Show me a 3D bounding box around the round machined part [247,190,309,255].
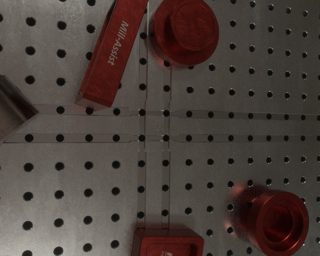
[{"bbox_3d":[0.172,0.142,0.469,0.099,0.042,0.097,0,90,-21],"label":"round machined part"}]

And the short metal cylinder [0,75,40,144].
[{"bbox_3d":[-0.174,-0.010,0.319,0.080,0.080,0.050,-43,104,-15],"label":"short metal cylinder"}]

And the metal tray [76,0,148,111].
[{"bbox_3d":[-0.058,-0.087,0.357,0.030,0.090,0.129,20,83,-19],"label":"metal tray"}]

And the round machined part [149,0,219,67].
[{"bbox_3d":[0.038,-0.134,0.419,0.099,0.042,0.097,0,90,-21],"label":"round machined part"}]

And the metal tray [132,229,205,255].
[{"bbox_3d":[0.005,0.205,0.413,0.091,0.030,0.129,9,87,-20],"label":"metal tray"}]
